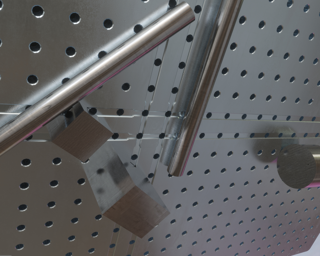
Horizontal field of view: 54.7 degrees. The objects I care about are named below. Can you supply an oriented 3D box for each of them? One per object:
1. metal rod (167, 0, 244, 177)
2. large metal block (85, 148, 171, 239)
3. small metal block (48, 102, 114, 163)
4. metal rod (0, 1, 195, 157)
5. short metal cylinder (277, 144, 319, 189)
[{"bbox_3d":[0.061,-0.065,0.405,0.025,0.025,0.298,2,118,-30],"label":"metal rod"},{"bbox_3d":[-0.043,0.085,0.406,0.050,0.080,0.080,-42,130,0],"label":"large metal block"},{"bbox_3d":[-0.092,0.005,0.365,0.050,0.025,0.050,-44,130,2],"label":"small metal block"},{"bbox_3d":[-0.089,-0.043,0.336,0.301,0.025,0.025,-36,130,-5],"label":"metal rod"},{"bbox_3d":[0.264,0.069,0.566,0.050,0.080,0.079,3,117,-30],"label":"short metal cylinder"}]
